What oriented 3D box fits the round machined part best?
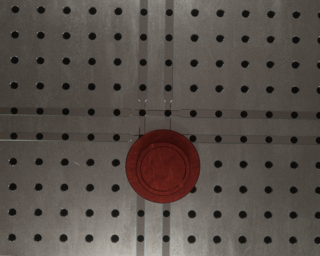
[{"bbox_3d":[0.004,0.050,0.405,0.099,0.042,0.097,0,91,-1],"label":"round machined part"}]
